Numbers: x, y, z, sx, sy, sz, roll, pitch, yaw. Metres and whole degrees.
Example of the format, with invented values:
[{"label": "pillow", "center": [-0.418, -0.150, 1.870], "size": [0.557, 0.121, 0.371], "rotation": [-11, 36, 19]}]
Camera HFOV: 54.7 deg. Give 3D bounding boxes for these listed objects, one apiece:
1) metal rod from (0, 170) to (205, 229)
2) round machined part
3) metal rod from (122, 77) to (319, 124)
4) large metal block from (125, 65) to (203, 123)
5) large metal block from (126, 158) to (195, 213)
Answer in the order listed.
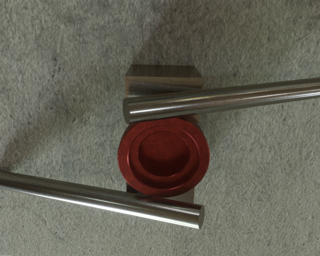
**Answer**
[{"label": "metal rod", "center": [-0.095, 0.082, 0.381], "size": [0.301, 0.025, 0.025], "rotation": [5, 112, 22]}, {"label": "round machined part", "center": [0.004, 0.026, 0.349], "size": [0.099, 0.042, 0.097], "rotation": [0, 110, -1]}, {"label": "metal rod", "center": [0.108, -0.036, 0.342], "size": [0.303, 0.025, 0.025], "rotation": [-8, 112, -21]}, {"label": "large metal block", "center": [0.003, -0.043, 0.366], "size": [0.081, 0.080, 0.050], "rotation": [1, 110, -1]}, {"label": "large metal block", "center": [0.000, 0.069, 0.407], "size": [0.081, 0.080, 0.050], "rotation": [1, 110, -1]}]
